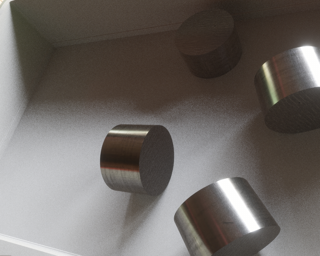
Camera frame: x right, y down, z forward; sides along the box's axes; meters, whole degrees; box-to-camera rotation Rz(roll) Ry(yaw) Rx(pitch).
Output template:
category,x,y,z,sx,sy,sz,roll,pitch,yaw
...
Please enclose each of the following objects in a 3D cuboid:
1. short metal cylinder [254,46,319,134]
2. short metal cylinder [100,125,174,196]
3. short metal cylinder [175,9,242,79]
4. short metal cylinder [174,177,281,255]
category,x,y,z,sx,sy,sz,roll,pitch,yaw
short metal cylinder,0.143,-0.036,0.318,0.080,0.080,0.050,-16,56,19
short metal cylinder,-0.024,0.036,0.360,0.050,0.080,0.080,2,63,29
short metal cylinder,0.067,-0.115,0.424,0.080,0.050,0.080,-13,56,20
short metal cylinder,0.060,0.090,0.283,0.080,0.080,0.050,-34,52,6
